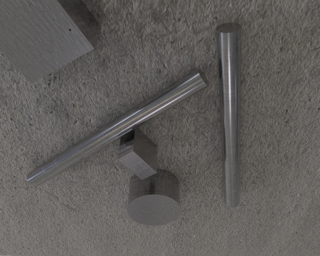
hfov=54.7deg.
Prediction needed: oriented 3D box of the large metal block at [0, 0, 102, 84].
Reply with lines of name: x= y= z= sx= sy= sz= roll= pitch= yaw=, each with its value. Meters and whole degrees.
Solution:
large metal block: x=-0.117 y=-0.103 z=0.302 sx=0.080 sy=0.050 sz=0.080 roll=-23 pitch=127 yaw=18

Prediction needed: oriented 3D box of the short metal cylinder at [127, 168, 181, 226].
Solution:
short metal cylinder: x=-0.009 y=0.108 z=0.483 sx=0.081 sy=0.050 sz=0.079 roll=0 pitch=130 yaw=0

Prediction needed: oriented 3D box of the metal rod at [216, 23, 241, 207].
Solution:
metal rod: x=0.095 y=0.008 z=0.415 sx=0.025 sy=0.025 sz=0.298 roll=-7 pitch=130 yaw=6

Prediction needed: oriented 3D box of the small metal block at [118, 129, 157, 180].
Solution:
small metal block: x=-0.029 y=0.033 z=0.419 sx=0.025 sy=0.050 sz=0.050 roll=-29 pitch=125 yaw=22

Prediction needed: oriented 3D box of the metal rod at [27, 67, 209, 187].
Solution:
metal rod: x=-0.071 y=0.009 z=0.414 sx=0.300 sy=0.025 sz=0.025 roll=-30 pitch=124 yaw=22
